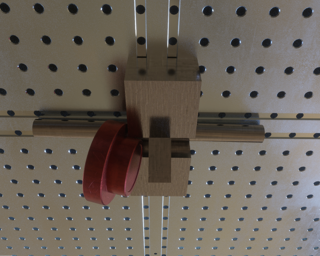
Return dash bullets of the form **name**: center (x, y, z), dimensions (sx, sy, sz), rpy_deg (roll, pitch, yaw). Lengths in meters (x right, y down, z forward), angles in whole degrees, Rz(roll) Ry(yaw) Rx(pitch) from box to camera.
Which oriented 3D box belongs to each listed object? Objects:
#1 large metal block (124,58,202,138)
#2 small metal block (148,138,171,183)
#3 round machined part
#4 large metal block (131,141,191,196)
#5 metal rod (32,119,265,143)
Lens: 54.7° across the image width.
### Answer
- **large metal block**: center (0.003, -0.035, 0.366), dimensions (0.081, 0.050, 0.079), rpy_deg (0, 130, -1)
- **small metal block**: center (0.000, 0.037, 0.369), dimensions (0.025, 0.050, 0.050), rpy_deg (1, 86, -1)
- **round machined part**: center (-0.049, 0.042, 0.361), dimensions (0.042, 0.098, 0.097), rpy_deg (13, 131, 8)
- **large metal block**: center (-0.001, 0.052, 0.440), dimensions (0.081, 0.050, 0.079), rpy_deg (1, 130, -1)
- **metal rod**: center (-0.013, 0.004, 0.415), dimensions (0.302, 0.025, 0.025), rpy_deg (1, 130, -2)
